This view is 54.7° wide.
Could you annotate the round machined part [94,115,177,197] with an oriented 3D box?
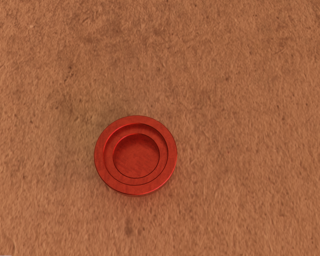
[{"bbox_3d":[-0.029,0.037,0.385,0.099,0.042,0.098,0,70,-1],"label":"round machined part"}]
